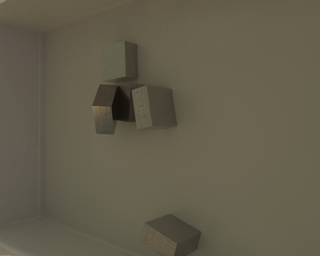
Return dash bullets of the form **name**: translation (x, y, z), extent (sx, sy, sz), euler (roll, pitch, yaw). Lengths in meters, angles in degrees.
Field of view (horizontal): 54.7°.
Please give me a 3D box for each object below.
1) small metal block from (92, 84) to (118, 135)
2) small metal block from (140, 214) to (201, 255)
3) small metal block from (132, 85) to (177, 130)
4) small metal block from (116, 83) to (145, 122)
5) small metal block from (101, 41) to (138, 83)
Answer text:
- **small metal block**: translation (-0.075, -0.026, 0.436), extent (0.050, 0.025, 0.050), euler (-86, -2, -48)
- **small metal block**: translation (0.014, 0.132, 0.378), extent (0.050, 0.050, 0.025), euler (20, 103, 38)
- **small metal block**: translation (-0.006, -0.025, 0.394), extent (0.025, 0.050, 0.050), euler (-13, 82, 38)
- **small metal block**: translation (-0.039, -0.034, 0.425), extent (0.050, 0.025, 0.050), euler (9, 96, 62)
- **small metal block**: translation (-0.059, -0.095, 0.454), extent (0.050, 0.025, 0.050), euler (-3, 88, 39)
